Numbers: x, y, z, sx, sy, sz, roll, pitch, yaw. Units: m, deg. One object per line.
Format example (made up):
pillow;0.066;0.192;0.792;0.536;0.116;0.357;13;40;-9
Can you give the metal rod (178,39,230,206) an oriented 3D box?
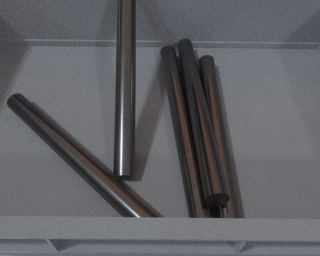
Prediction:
metal rod;0.050;-0.034;0.417;0.025;0.025;0.300;-2;45;-2

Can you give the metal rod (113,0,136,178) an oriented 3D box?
metal rod;-0.044;-0.087;0.400;0.025;0.025;0.299;-1;74;-1

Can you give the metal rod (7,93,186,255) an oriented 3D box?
metal rod;-0.092;0.042;0.368;0.300;0.025;0.025;36;58;26

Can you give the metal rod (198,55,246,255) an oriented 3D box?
metal rod;0.073;0.008;0.399;0.025;0.025;0.300;1;50;0

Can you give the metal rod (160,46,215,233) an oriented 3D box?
metal rod;0.029;-0.011;0.414;0.025;0.025;0.300;-4;50;-4
